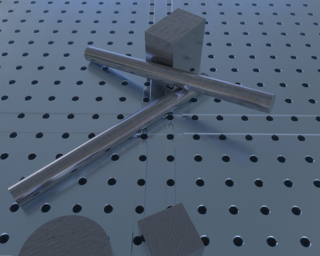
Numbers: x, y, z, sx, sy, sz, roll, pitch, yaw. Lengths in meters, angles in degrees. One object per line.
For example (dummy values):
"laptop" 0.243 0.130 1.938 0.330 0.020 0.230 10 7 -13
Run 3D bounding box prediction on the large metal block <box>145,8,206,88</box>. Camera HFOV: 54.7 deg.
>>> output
"large metal block" 0.023 -0.123 0.475 0.050 0.080 0.080 31 57 23

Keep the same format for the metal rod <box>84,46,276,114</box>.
"metal rod" 0.010 -0.076 0.442 0.300 0.025 0.025 20 53 27

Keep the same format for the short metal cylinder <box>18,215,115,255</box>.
"short metal cylinder" -0.082 0.128 0.283 0.081 0.050 0.080 0 50 0

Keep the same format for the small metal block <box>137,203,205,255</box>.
"small metal block" 0.010 0.112 0.314 0.050 0.025 0.050 -19 53 -15

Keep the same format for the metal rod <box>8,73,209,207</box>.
"metal rod" -0.046 0.002 0.405 0.302 0.025 0.025 -33 58 -25
